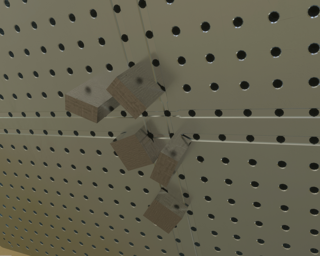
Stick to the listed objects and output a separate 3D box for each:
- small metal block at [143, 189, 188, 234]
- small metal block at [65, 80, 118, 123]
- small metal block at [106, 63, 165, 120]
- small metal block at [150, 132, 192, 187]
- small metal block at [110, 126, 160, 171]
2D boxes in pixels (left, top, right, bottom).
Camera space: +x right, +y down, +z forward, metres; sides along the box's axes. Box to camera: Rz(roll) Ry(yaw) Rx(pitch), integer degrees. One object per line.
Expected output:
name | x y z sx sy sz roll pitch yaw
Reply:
small metal block | 0.008 0.132 0.489 0.050 0.025 0.050 34 129 5
small metal block | -0.092 -0.037 0.422 0.050 0.050 0.025 22 127 15
small metal block | -0.029 -0.046 0.382 0.050 0.050 0.025 46 129 -4
small metal block | 0.015 0.042 0.414 0.025 0.050 0.050 29 128 10
small metal block | -0.036 0.030 0.449 0.050 0.025 0.050 -20 108 36
